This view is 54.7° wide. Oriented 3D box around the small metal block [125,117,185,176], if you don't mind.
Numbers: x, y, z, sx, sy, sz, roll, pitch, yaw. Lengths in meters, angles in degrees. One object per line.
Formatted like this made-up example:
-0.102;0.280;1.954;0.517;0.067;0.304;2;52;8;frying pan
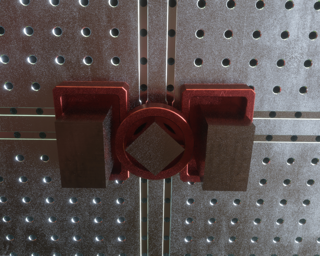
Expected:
-0.006;0.021;0.378;0.050;0.025;0.050;43;104;-14;small metal block

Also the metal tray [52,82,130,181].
-0.086;0.005;0.411;0.091;0.030;0.129;1;110;-1;metal tray

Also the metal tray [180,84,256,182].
0.072;0.008;0.413;0.091;0.030;0.129;0;110;0;metal tray

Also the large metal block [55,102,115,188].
-0.086;0.017;0.375;0.050;0.080;0.079;1;110;0;large metal block

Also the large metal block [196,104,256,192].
0.075;0.021;0.378;0.050;0.080;0.079;1;110;-1;large metal block

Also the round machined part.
-0.007;0.014;0.400;0.099;0.042;0.097;0;110;0;round machined part
